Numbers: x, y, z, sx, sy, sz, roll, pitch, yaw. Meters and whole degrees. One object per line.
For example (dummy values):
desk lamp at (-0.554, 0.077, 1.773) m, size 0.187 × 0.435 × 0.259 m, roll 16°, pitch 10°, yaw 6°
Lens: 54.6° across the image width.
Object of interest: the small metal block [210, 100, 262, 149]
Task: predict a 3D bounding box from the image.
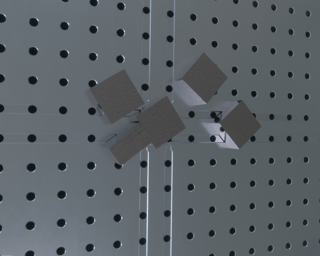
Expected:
small metal block at (0.111, -0.005, 0.453) m, size 0.050 × 0.025 × 0.050 m, roll -43°, pitch 104°, yaw -15°

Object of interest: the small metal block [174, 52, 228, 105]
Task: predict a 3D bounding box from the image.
small metal block at (0.057, -0.068, 0.433) m, size 0.050 × 0.025 × 0.050 m, roll 43°, pitch 77°, yaw -15°

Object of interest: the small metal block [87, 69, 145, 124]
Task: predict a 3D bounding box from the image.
small metal block at (-0.056, -0.039, 0.392) m, size 0.050 × 0.025 × 0.050 m, roll -34°, pitch 101°, yaw -17°

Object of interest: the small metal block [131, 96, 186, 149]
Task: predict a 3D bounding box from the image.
small metal block at (-0.002, -0.007, 0.412) m, size 0.050 × 0.025 × 0.050 m, roll -35°, pitch 101°, yaw -17°

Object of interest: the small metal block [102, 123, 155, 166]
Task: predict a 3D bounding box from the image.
small metal block at (-0.041, 0.018, 0.384) m, size 0.050 × 0.050 × 0.025 m, roll -38°, pitch 102°, yaw -16°
